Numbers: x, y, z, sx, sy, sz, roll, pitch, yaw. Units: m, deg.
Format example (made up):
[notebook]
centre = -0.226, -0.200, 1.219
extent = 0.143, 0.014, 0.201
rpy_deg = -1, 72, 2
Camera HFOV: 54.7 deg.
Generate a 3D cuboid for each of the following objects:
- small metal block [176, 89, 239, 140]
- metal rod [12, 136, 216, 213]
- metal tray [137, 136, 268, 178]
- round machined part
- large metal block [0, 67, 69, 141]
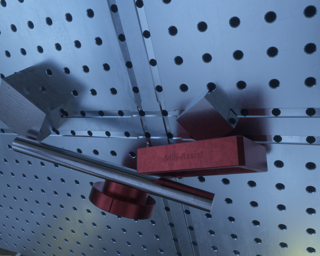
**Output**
[small metal block]
centre = 0.057, -0.010, 0.374
extent = 0.050, 0.025, 0.050
rpy_deg = 46, 129, -4
[metal rod]
centre = -0.074, 0.059, 0.428
extent = 0.301, 0.025, 0.025
rpy_deg = 14, 124, 16
[metal tray]
centre = 0.049, 0.038, 0.367
extent = 0.130, 0.090, 0.030
rpy_deg = -10, 74, 32
[round machined part]
centre = -0.052, 0.096, 0.462
extent = 0.098, 0.098, 0.042
rpy_deg = 18, 90, 17
[large metal block]
centre = -0.199, -0.032, 0.478
extent = 0.080, 0.050, 0.080
rpy_deg = 39, 129, 1
